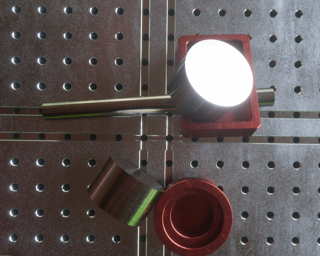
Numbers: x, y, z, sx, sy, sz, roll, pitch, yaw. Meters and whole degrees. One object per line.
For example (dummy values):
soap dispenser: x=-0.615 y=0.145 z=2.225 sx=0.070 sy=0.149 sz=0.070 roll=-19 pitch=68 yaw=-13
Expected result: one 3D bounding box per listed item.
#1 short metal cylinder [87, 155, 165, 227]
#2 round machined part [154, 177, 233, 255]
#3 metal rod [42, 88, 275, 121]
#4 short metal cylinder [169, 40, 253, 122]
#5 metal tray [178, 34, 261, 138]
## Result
short metal cylinder: x=-0.042 y=0.077 z=0.386 sx=0.080 sy=0.080 sz=0.050 roll=34 pitch=90 yaw=0
round machined part: x=0.042 y=0.113 z=0.405 sx=0.099 sy=0.042 sz=0.097 roll=0 pitch=90 yaw=0
metal rod: x=-0.002 y=-0.032 z=0.413 sx=0.302 sy=0.025 sz=0.025 roll=-4 pitch=90 yaw=0
short metal cylinder: x=0.056 y=-0.052 z=0.353 sx=0.081 sy=0.050 sz=0.080 roll=6 pitch=69 yaw=-17
metal tray: x=0.070 y=-0.054 z=0.389 sx=0.091 sy=0.030 sz=0.130 roll=-1 pitch=71 yaw=0
